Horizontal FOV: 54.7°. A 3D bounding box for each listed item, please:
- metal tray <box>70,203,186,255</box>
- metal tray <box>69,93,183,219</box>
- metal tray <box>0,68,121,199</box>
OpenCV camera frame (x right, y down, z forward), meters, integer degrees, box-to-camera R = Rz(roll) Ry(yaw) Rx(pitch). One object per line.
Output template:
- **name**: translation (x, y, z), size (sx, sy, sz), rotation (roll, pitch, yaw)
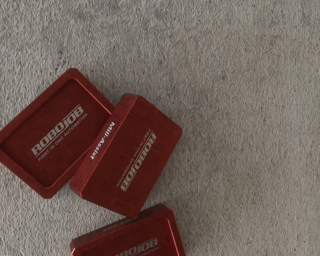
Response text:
- **metal tray**: translation (-0.036, 0.162, 0.393), size (0.131, 0.030, 0.089), rotation (-18, 96, -19)
- **metal tray**: translation (-0.036, 0.035, 0.376), size (0.090, 0.030, 0.130), rotation (38, 77, -39)
- **metal tray**: translation (-0.117, 0.005, 0.362), size (0.090, 0.030, 0.130), rotation (46, 76, -14)
